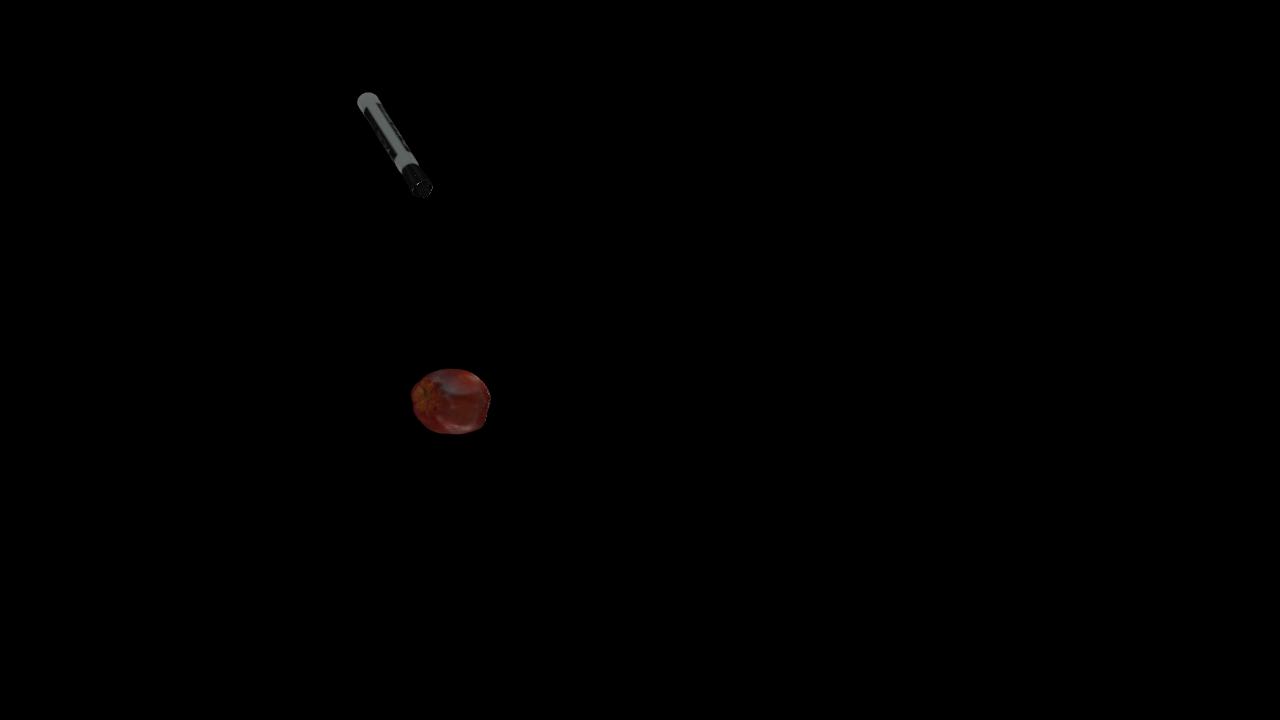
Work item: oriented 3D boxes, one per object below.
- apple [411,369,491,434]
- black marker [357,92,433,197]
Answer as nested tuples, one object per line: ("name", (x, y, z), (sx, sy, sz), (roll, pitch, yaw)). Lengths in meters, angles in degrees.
("apple", (-0.214, 0.047, 0.696), (0.079, 0.079, 0.093), (0, -9, 23))
("black marker", (-0.209, -0.183, 0.525), (0.020, 0.121, 0.020), (-30, -20, -13))
